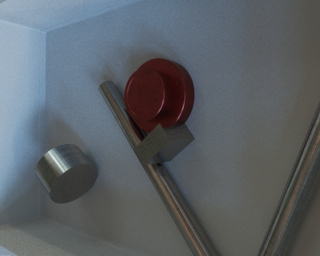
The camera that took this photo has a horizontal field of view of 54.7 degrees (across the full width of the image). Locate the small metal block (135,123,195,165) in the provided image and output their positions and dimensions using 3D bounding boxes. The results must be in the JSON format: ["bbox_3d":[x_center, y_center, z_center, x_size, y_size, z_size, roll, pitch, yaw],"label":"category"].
[{"bbox_3d":[0.006,0.019,0.383,0.050,0.050,0.025,-46,63,30],"label":"small metal block"}]

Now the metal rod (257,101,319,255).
[{"bbox_3d":[0.144,0.021,0.287,0.025,0.025,0.298,26,106,36],"label":"metal rod"}]

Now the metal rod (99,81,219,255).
[{"bbox_3d":[-0.008,0.052,0.411,0.025,0.025,0.299,-47,62,29],"label":"metal rod"}]

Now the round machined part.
[{"bbox_3d":[-0.008,-0.041,0.400,0.098,0.042,0.097,0,90,39],"label":"round machined part"}]

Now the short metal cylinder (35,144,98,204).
[{"bbox_3d":[-0.147,0.072,0.489,0.050,0.081,0.079,42,115,32],"label":"short metal cylinder"}]
